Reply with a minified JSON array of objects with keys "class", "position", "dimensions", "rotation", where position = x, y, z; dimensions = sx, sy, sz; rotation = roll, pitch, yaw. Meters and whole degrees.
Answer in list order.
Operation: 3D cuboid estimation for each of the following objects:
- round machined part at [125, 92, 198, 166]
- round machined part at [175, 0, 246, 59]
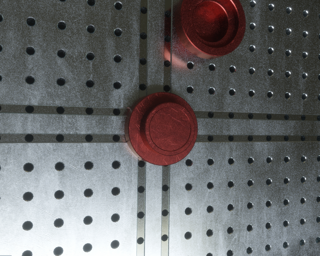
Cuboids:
[{"class":"round machined part","position":[0.006,0.001,0.407],"dimensions":[0.099,0.042,0.097],"rotation":[0,90,-20]},{"class":"round machined part","position":[0.065,-0.144,0.429],"dimensions":[0.099,0.042,0.097],"rotation":[0,90,-21]}]
